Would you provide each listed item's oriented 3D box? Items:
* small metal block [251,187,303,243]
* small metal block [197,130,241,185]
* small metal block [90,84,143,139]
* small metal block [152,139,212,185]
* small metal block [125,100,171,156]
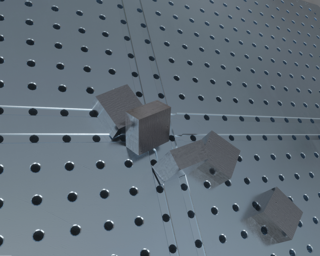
[{"bbox_3d":[0.160,0.118,0.422,0.050,0.025,0.050,45,51,3],"label":"small metal block"},{"bbox_3d":[0.077,0.040,0.424,0.050,0.025,0.050,35,51,-5],"label":"small metal block"},{"bbox_3d":[-0.051,-0.022,0.394,0.050,0.025,0.050,-29,78,-37],"label":"small metal block"},{"bbox_3d":[0.026,0.042,0.380,0.050,0.050,0.025,-16,71,-34],"label":"small metal block"},{"bbox_3d":[-0.014,-0.001,0.381,0.050,0.050,0.025,-24,40,-36],"label":"small metal block"}]
